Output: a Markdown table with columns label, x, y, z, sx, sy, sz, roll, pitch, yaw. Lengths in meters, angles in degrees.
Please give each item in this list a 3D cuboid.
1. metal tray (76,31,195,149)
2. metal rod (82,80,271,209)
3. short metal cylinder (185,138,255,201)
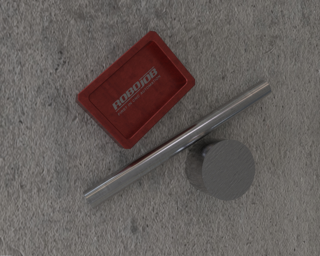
| label | x | y | z | sx | sy | sz | roll | pitch | yaw |
| --- | --- | --- | --- | --- | --- | --- | --- | --- | --- |
| metal tray | -0.029 | -0.048 | 0.395 | 0.130 | 0.030 | 0.090 | -45 | 104 | -14 |
| metal rod | 0.035 | 0.014 | 0.422 | 0.302 | 0.025 | 0.025 | -31 | 101 | -17 |
| short metal cylinder | 0.082 | 0.055 | 0.426 | 0.081 | 0.050 | 0.080 | 0 | 90 | -20 |
